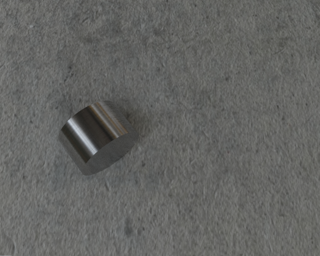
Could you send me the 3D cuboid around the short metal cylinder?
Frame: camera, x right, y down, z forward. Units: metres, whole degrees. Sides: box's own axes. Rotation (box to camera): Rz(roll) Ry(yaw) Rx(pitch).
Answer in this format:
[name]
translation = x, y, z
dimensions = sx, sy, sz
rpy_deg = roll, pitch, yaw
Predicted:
[short metal cylinder]
translation = -0.073, 0.013, 0.373
dimensions = 0.080, 0.080, 0.050
rpy_deg = -36, 74, -12
